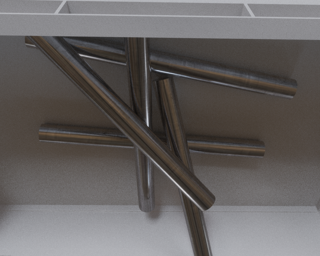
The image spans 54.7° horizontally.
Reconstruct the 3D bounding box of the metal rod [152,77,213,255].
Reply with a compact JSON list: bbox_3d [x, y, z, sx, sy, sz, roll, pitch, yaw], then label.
[{"bbox_3d":[0.037,0.082,0.402,0.025,0.025,0.298,-11,106,9],"label":"metal rod"}]

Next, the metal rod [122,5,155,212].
[{"bbox_3d":[-0.021,0.005,0.378,0.025,0.025,0.298,-1,130,0],"label":"metal rod"}]

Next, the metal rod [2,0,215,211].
[{"bbox_3d":[-0.040,-0.012,0.336,0.025,0.025,0.300,-35,110,25],"label":"metal rod"}]

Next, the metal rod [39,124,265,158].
[{"bbox_3d":[-0.007,0.018,0.424,0.302,0.025,0.025,5,130,-4],"label":"metal rod"}]

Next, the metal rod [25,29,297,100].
[{"bbox_3d":[0.010,-0.072,0.347,0.302,0.025,0.025,10,130,-9],"label":"metal rod"}]
